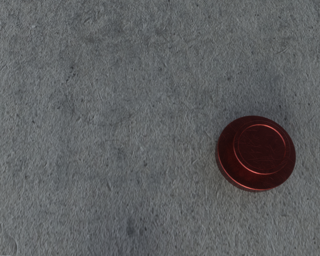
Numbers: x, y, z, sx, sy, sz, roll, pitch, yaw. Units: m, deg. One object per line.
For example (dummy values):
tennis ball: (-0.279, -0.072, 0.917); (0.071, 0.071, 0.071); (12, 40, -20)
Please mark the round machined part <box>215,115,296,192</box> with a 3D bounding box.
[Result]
round machined part: (0.122, 0.029, 0.389); (0.099, 0.042, 0.098); (0, 70, 0)
